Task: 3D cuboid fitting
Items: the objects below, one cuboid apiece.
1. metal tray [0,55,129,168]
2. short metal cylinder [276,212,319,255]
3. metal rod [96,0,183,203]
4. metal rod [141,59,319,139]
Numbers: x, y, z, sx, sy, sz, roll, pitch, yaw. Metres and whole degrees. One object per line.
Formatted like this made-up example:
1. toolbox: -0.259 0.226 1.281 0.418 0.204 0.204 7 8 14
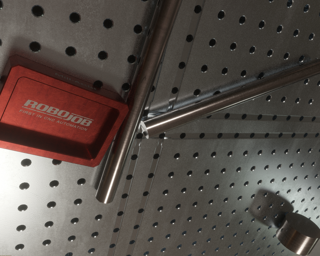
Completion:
1. metal tray: -0.111 -0.012 0.340 0.131 0.030 0.090 19 108 -36
2. short metal cylinder: 0.311 0.236 0.696 0.081 0.080 0.050 4 117 -31
3. metal rod: -0.028 -0.034 0.376 0.025 0.025 0.298 7 115 -32
4. metal rod: 0.116 -0.048 0.447 0.302 0.025 0.025 -20 127 -17
